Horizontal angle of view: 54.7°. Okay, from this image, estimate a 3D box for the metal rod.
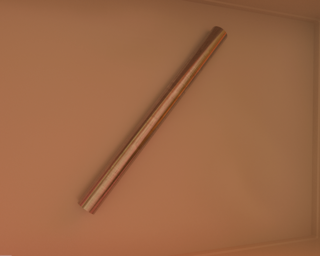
[{"bbox_3d":[-0.002,-0.019,0.410,0.025,0.025,0.300,41,77,-16],"label":"metal rod"}]
